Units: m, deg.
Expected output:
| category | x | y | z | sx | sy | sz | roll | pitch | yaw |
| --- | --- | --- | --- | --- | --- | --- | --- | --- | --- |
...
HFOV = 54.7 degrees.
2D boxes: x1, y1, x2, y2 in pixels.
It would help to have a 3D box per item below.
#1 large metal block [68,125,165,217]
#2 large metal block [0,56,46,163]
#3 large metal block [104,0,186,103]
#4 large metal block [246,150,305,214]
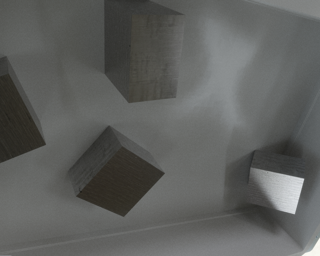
| category | x | y | z | sx | sy | sz | roll | pitch | yaw |
| --- | --- | --- | --- | --- | --- | --- | --- | --- | --- |
| large metal block | -0.055 | 0.057 | 0.397 | 0.080 | 0.050 | 0.080 | -48 | 129 | 5 |
| large metal block | -0.167 | -0.011 | 0.294 | 0.081 | 0.050 | 0.080 | -23 | 127 | -14 |
| large metal block | -0.020 | -0.080 | 0.312 | 0.050 | 0.080 | 0.079 | -9 | 122 | -24 |
| large metal block | 0.195 | 0.091 | 0.527 | 0.050 | 0.080 | 0.079 | -53 | 147 | -50 |
